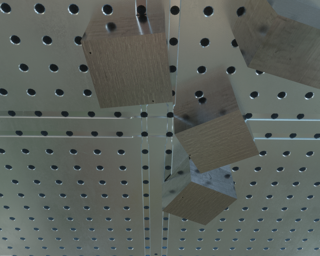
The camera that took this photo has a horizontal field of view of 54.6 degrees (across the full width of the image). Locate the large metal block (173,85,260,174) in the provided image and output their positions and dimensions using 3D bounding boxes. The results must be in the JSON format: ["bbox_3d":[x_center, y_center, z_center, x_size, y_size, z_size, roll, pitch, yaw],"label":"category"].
[{"bbox_3d":[0.072,0.004,0.399,0.080,0.050,0.080,-22,127,17],"label":"large metal block"}]

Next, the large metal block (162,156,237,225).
[{"bbox_3d":[0.058,0.098,0.479,0.080,0.050,0.080,24,126,-19],"label":"large metal block"}]

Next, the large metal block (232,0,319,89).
[{"bbox_3d":[0.124,-0.089,0.301,0.080,0.080,0.050,14,129,-12],"label":"large metal block"}]

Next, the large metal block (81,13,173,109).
[{"bbox_3d":[-0.030,-0.071,0.334,0.080,0.050,0.080,-5,130,4],"label":"large metal block"}]
